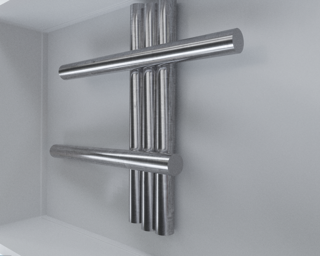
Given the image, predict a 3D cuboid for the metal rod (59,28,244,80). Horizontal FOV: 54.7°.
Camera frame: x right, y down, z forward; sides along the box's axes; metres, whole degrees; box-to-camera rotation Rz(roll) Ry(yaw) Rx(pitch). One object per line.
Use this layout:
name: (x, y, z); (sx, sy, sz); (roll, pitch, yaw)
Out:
metal rod: (-0.037, -0.088, 0.403); (0.300, 0.025, 0.025); (1, 91, 40)

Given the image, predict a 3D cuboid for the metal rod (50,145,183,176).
metal rod: (-0.085, 0.041, 0.452); (0.300, 0.025, 0.025); (0, 90, 47)

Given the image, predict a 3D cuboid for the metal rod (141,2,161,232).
metal rod: (-0.011, -0.014, 0.415); (0.025, 0.025, 0.298); (1, 91, 40)

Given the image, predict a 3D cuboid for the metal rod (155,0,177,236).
metal rod: (0.008, -0.014, 0.398); (0.025, 0.025, 0.298); (1, 91, 40)

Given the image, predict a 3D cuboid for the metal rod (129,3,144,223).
metal rod: (-0.030, -0.020, 0.431); (0.025, 0.025, 0.298); (1, 91, 40)
